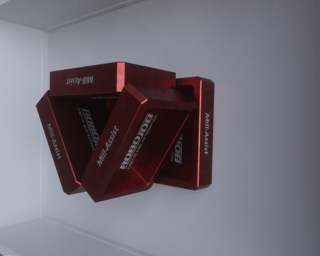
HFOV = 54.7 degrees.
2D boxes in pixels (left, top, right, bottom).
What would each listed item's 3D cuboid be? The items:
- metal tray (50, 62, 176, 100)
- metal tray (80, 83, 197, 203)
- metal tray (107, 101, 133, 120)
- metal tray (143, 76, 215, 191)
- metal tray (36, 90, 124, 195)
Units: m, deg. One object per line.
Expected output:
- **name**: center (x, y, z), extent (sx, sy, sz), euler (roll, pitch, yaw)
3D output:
- **metal tray**: center (-0.058, -0.052, 0.370), extent (0.130, 0.091, 0.030), euler (3, 92, 40)
- **metal tray**: center (-0.023, 0.018, 0.341), extent (0.030, 0.091, 0.129), euler (43, 116, 32)
- **metal tray**: center (-0.050, 0.003, 0.445), extent (0.090, 0.030, 0.129), euler (1, 90, 40)
- **metal tray**: center (0.020, 0.005, 0.386), extent (0.090, 0.030, 0.129), euler (2, 90, 40)
- **metal tray**: center (-0.096, 0.015, 0.402), extent (0.030, 0.091, 0.130), euler (-39, 67, 34)
